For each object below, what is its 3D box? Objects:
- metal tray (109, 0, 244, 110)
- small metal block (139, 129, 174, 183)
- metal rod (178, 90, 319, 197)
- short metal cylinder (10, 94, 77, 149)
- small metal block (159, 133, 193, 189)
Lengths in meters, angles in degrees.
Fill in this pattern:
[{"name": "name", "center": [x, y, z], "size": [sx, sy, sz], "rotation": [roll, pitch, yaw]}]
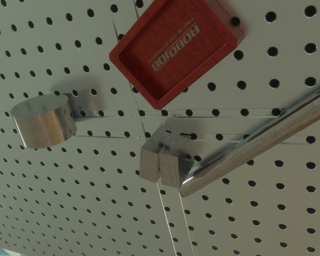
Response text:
[{"name": "metal tray", "center": [0.013, -0.090, 0.344], "size": [0.090, 0.030, 0.129], "rotation": [48, 128, -6]}, {"name": "small metal block", "center": [-0.004, 0.037, 0.419], "size": [0.025, 0.050, 0.050], "rotation": [18, 125, 18]}, {"name": "metal rod", "center": [0.122, 0.011, 0.352], "size": [0.025, 0.025, 0.299], "rotation": [46, 129, -4]}, {"name": "short metal cylinder", "center": [-0.169, -0.012, 0.455], "size": [0.080, 0.080, 0.050], "rotation": [6, 121, 25]}, {"name": "small metal block", "center": [0.022, 0.043, 0.408], "size": [0.025, 0.050, 0.050], "rotation": [9, 122, 23]}]
